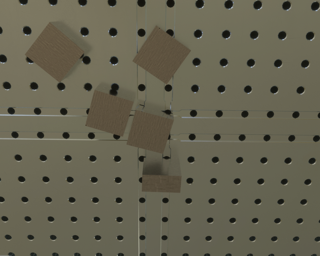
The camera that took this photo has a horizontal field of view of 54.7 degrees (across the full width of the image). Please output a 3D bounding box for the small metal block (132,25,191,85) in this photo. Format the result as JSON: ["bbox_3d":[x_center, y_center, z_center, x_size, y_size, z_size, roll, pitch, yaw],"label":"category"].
[{"bbox_3d":[0.002,-0.090,0.380,0.050,0.025,0.050,33,106,-12],"label":"small metal block"}]

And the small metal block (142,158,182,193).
[{"bbox_3d":[0.002,0.064,0.424,0.050,0.050,0.025,2,110,-1],"label":"small metal block"}]

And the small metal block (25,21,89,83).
[{"bbox_3d":[-0.124,-0.093,0.378,0.050,0.025,0.050,40,105,-14],"label":"small metal block"}]

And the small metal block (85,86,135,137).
[{"bbox_3d":[-0.065,-0.022,0.404,0.050,0.025,0.050,17,109,-7],"label":"small metal block"}]

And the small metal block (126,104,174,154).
[{"bbox_3d":[-0.013,0.001,0.414,0.050,0.025,0.050,15,109,-6],"label":"small metal block"}]
